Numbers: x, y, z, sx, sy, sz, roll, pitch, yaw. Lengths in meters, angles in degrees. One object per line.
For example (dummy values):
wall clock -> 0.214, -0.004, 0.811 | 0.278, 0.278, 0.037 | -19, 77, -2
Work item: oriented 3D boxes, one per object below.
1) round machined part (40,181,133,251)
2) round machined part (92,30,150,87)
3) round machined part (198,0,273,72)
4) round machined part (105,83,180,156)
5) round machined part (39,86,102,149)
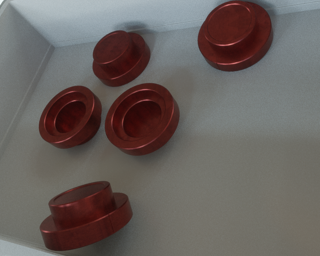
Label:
round machined part -> -0.083, 0.090, 0.344 | 0.098, 0.098, 0.042 | -13, 96, 20
round machined part -> -0.069, -0.119, 0.502 | 0.098, 0.042, 0.098 | -13, 56, 20
round machined part -> 0.097, -0.128, 0.412 | 0.098, 0.042, 0.098 | -9, 67, 23
round machined part -> -0.019, -0.008, 0.408 | 0.098, 0.042, 0.098 | -13, 56, 20
round machined part -> -0.129, -0.012, 0.468 | 0.098, 0.042, 0.098 | -13, 56, 20
